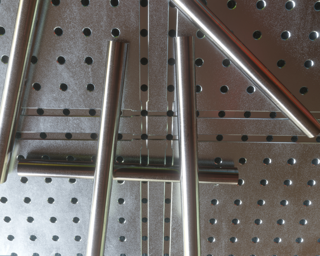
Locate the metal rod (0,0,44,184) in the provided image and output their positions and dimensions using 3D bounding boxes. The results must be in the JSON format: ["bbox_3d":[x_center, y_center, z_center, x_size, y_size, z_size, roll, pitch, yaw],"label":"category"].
[{"bbox_3d":[-0.181,-0.060,0.389,0.025,0.025,0.298,18,109,-7],"label":"metal rod"}]

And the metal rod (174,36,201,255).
[{"bbox_3d":[0.037,0.036,0.404,0.025,0.025,0.298,-3,102,1],"label":"metal rod"}]

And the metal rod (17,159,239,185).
[{"bbox_3d":[-0.043,0.062,0.435,0.302,0.025,0.025,2,110,-1],"label":"metal rod"}]

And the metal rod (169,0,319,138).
[{"bbox_3d":[0.096,-0.091,0.380,0.300,0.025,0.025,40,105,-14],"label":"metal rod"}]

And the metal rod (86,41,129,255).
[{"bbox_3d":[-0.071,0.041,0.404,0.025,0.025,0.298,8,101,-3],"label":"metal rod"}]
